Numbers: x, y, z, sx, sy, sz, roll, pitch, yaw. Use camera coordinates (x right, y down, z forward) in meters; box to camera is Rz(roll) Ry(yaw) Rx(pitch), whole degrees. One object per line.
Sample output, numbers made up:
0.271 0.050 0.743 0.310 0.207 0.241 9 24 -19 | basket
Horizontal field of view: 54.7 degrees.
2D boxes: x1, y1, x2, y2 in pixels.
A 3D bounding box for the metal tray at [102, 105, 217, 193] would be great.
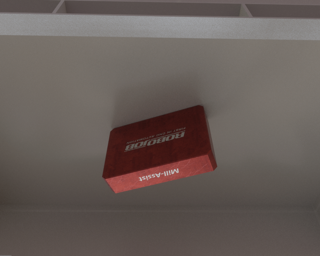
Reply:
-0.001 0.025 0.387 0.130 0.090 0.030 -15 129 12 | metal tray
